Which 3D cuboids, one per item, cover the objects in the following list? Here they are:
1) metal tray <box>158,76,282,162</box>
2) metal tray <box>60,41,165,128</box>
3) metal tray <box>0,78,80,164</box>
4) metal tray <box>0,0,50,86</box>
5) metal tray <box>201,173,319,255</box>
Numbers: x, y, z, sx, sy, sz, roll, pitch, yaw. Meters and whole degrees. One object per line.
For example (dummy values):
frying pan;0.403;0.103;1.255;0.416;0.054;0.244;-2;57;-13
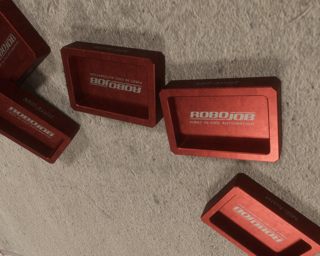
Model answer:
metal tray;0.070;-0.010;0.359;0.130;0.030;0.089;2;120;27
metal tray;-0.059;-0.057;0.397;0.130;0.030;0.089;12;124;21
metal tray;-0.202;-0.006;0.481;0.130;0.030;0.090;35;133;-14
metal tray;-0.228;-0.111;0.452;0.130;0.030;0.090;-30;103;37
metal tray;0.132;0.129;0.412;0.130;0.030;0.089;36;129;4
